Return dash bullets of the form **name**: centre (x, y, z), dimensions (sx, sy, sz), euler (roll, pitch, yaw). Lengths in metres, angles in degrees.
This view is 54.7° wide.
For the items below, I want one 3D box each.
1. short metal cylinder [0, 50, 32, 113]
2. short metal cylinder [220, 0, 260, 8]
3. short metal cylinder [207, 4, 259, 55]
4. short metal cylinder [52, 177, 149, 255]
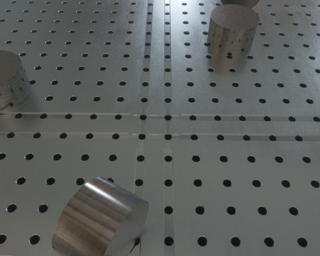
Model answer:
- **short metal cylinder**: centre (-0.233, -0.067, 0.445), dimensions (0.081, 0.050, 0.080), euler (0, 50, 0)
- **short metal cylinder**: centre (0.158, -0.277, 0.607), dimensions (0.080, 0.080, 0.050), euler (7, 51, 6)
- **short metal cylinder**: centre (0.125, -0.171, 0.537), dimensions (0.081, 0.050, 0.080), euler (0, 50, 0)
- **short metal cylinder**: centre (-0.053, 0.094, 0.293), dimensions (0.050, 0.080, 0.080), euler (25, 54, 19)
